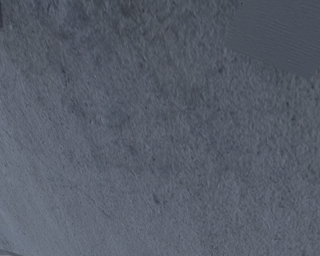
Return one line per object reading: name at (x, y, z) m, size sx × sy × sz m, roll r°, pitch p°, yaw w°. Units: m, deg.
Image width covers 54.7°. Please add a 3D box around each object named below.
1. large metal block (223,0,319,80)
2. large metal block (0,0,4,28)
large metal block at (0.112, -0.100, 0.269) m, size 0.080 × 0.050 × 0.079 m, roll 25°, pitch 127°, yaw 12°
large metal block at (-0.266, -0.181, 0.416) m, size 0.080 × 0.050 × 0.079 m, roll 23°, pitch 127°, yaw 14°
